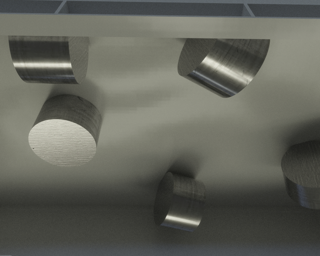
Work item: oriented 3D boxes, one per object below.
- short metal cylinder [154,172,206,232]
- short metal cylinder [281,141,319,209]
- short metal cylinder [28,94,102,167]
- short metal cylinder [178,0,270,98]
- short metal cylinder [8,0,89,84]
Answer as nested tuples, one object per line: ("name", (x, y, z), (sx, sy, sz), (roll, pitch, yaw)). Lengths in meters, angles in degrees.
("short metal cylinder", (0.028, 0.112, 0.468), (0.050, 0.080, 0.079), (17, 128, -14))
("short metal cylinder", (0.214, 0.064, 0.430), (0.080, 0.080, 0.050), (-17, 128, 13))
("short metal cylinder", (-0.118, 0.004, 0.395), (0.081, 0.050, 0.079), (0, 130, 0))
("short metal cylinder", (0.061, -0.077, 0.308), (0.050, 0.080, 0.080), (25, 126, -20))
("short metal cylinder", (-0.103, -0.083, 0.301), (0.050, 0.080, 0.079), (1, 130, -1))
